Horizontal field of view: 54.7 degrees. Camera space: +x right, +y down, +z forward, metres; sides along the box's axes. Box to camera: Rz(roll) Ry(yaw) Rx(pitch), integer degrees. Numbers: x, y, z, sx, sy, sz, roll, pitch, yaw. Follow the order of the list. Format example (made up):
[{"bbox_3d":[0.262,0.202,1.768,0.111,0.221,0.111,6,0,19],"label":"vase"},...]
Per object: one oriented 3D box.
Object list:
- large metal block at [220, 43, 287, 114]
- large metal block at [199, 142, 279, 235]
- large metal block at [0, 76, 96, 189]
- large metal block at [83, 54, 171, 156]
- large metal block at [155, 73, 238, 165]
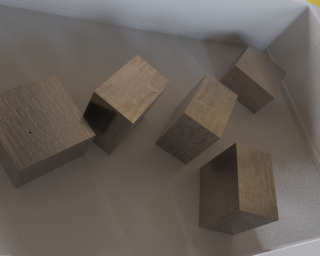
[{"bbox_3d":[0.157,-0.085,0.525,0.080,0.050,0.080,40,51,-2],"label":"large metal block"},{"bbox_3d":[0.090,0.076,0.372,0.050,0.080,0.080,19,55,-18],"label":"large metal block"},{"bbox_3d":[-0.128,0.002,0.319,0.081,0.050,0.080,-28,77,-37],"label":"large metal block"},{"bbox_3d":[-0.043,-0.026,0.363,0.050,0.080,0.080,40,51,-2],"label":"large metal block"},{"bbox_3d":[0.047,-0.011,0.402,0.050,0.080,0.080,35,51,-5],"label":"large metal block"}]
